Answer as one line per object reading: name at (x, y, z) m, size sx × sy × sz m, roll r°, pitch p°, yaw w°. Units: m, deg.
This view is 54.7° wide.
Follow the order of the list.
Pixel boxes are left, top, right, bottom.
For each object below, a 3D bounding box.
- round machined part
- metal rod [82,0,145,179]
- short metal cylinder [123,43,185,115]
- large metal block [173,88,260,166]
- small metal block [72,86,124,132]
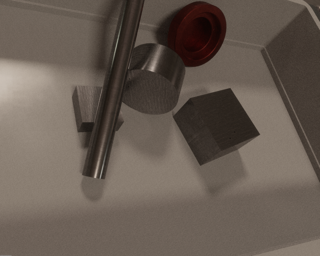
round machined part at (0.053, -0.150, 0.490) m, size 0.099 × 0.097 × 0.042 m, roll -8°, pitch 37°, yaw -32°
metal rod at (-0.044, -0.091, 0.360) m, size 0.025 × 0.025 × 0.299 m, roll 15°, pitch 81°, yaw -21°
short metal cylinder at (-0.011, -0.062, 0.404) m, size 0.080 × 0.080 × 0.050 m, roll 26°, pitch 53°, yaw -13°
large metal block at (0.079, -0.003, 0.436) m, size 0.081 × 0.050 × 0.080 m, roll -17°, pitch 71°, yaw -35°
small metal block at (-0.077, -0.023, 0.380) m, size 0.050 × 0.025 × 0.050 m, roll -2°, pitch 63°, yaw -29°
